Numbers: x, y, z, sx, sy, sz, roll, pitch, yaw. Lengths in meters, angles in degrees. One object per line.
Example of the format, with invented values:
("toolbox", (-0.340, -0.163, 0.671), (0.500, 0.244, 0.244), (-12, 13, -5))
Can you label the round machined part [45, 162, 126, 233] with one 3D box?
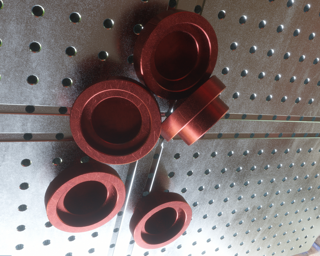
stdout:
("round machined part", (-0.098, 0.084, 0.400), (0.099, 0.042, 0.097), (-14, 125, -21))

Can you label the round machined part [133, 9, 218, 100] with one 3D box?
("round machined part", (0.014, -0.085, 0.354), (0.099, 0.042, 0.097), (-14, 122, -24))

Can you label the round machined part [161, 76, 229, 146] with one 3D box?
("round machined part", (0.046, -0.016, 0.380), (0.098, 0.098, 0.042), (-43, 87, 1))

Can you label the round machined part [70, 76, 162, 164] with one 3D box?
("round machined part", (-0.048, -0.011, 0.352), (0.099, 0.042, 0.097), (-1, 109, -3))

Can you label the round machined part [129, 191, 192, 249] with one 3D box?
("round machined part", (-0.002, 0.139, 0.487), (0.099, 0.042, 0.097), (-14, 124, -21))
